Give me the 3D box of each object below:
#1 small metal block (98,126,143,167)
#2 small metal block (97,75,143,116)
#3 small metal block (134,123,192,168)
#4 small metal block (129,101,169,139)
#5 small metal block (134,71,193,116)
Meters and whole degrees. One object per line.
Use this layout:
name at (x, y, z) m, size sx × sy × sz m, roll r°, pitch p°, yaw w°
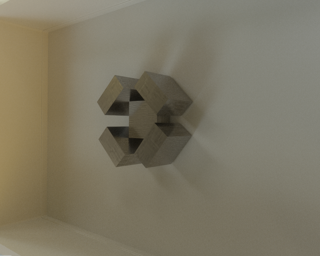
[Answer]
small metal block at (-0.048, 0.024, 0.428) m, size 0.050 × 0.050 × 0.025 m, roll 53°, pitch 122°, yaw 27°
small metal block at (-0.050, -0.043, 0.429) m, size 0.050 × 0.050 × 0.025 m, roll -50°, pitch 60°, yaw 29°
small metal block at (0.004, 0.021, 0.384) m, size 0.025 × 0.050 × 0.050 m, roll 47°, pitch 117°, yaw 28°
small metal block at (-0.015, -0.011, 0.417) m, size 0.050 × 0.025 × 0.050 m, roll 1°, pitch 91°, yaw 40°
small metal block at (0.005, -0.042, 0.384) m, size 0.025 × 0.050 × 0.050 m, roll -52°, pitch 61°, yaw 27°
